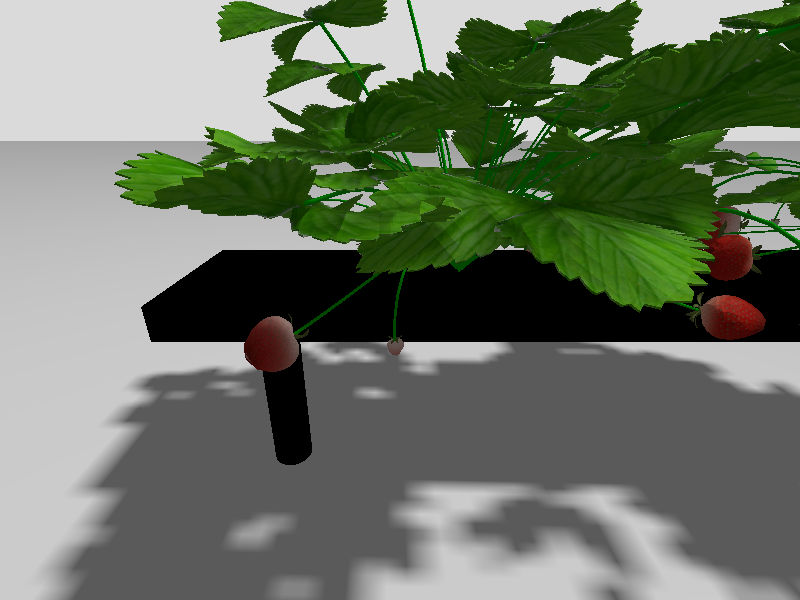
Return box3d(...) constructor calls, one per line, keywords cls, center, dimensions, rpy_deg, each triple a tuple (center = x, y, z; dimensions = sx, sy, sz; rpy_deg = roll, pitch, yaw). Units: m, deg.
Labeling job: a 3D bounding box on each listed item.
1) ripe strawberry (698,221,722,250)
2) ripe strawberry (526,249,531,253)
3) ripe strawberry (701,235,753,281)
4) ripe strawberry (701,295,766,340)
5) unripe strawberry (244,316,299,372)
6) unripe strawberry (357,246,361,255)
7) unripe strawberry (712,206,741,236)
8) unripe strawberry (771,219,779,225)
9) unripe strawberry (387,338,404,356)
box3d(cls="ripe strawberry", center=(0.321, -0.074, 0.435), dimensions=(0.040, 0.039, 0.037), rpy_deg=(9, 25, 21))
box3d(cls="ripe strawberry", center=(0.147, -0.069, 0.426), dimensions=(0.037, 0.037, 0.035), rpy_deg=(-16, 28, -33))
box3d(cls="ripe strawberry", center=(0.278, -0.036, 0.343), dimensions=(0.037, 0.039, 0.034), rpy_deg=(-3, 24, -5))
box3d(cls="ripe strawberry", center=(0.204, 0.011, 0.247), dimensions=(0.031, 0.027, 0.031), rpy_deg=(19, 30, 36))
box3d(cls="unripe strawberry", center=(-0.070, 0.025, 0.214), dimensions=(0.026, 0.030, 0.028), rpy_deg=(17, 29, 34))
box3d(cls="unripe strawberry", center=(-0.039, -0.052, 0.415), dimensions=(0.010, 0.011, 0.011), rpy_deg=(12, 26, 26))
box3d(cls="unripe strawberry", center=(0.371, -0.090, 0.465), dimensions=(0.039, 0.039, 0.043), rpy_deg=(18, 29, 36))
box3d(cls="unripe strawberry", center=(0.484, -0.099, 0.517), dimensions=(0.009, 0.010, 0.010), rpy_deg=(-3, 24, -7))
box3d(cls="unripe strawberry", center=(-0.003, 0.027, 0.231), dimensions=(0.009, 0.010, 0.011), rpy_deg=(9, 25, 19))
